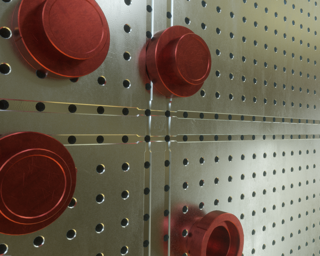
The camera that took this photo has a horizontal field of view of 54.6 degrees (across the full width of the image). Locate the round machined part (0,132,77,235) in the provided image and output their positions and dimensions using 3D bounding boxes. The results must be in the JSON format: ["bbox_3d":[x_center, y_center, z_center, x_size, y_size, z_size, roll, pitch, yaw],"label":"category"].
[{"bbox_3d":[-0.125,0.052,0.293,0.099,0.042,0.097,0,90,-40],"label":"round machined part"}]

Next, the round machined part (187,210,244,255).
[{"bbox_3d":[0.079,0.172,0.463,0.099,0.042,0.097,0,90,-40],"label":"round machined part"}]

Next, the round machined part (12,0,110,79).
[{"bbox_3d":[-0.094,-0.101,0.319,0.099,0.042,0.097,0,90,-40],"label":"round machined part"}]

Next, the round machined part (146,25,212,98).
[{"bbox_3d":[0.033,-0.091,0.424,0.099,0.042,0.097,0,90,-40],"label":"round machined part"}]
